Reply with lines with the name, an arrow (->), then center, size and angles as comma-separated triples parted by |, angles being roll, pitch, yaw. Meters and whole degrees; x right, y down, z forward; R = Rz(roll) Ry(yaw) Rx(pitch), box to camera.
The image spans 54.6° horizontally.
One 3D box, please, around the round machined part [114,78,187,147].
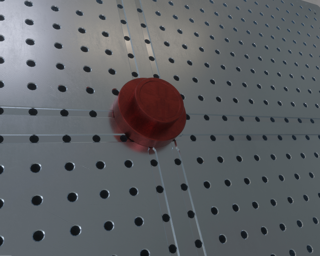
round machined part -> -0.008, -0.027, 0.409 | 0.099, 0.042, 0.098 | 14, 56, -21
